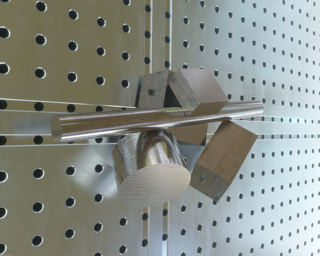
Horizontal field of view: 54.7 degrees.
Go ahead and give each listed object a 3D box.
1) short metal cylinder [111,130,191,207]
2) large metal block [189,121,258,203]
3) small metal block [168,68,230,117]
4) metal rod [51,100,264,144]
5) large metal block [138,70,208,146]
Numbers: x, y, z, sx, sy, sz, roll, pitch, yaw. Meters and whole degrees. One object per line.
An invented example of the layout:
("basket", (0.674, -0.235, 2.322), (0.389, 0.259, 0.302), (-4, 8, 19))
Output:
("short metal cylinder", (-0.011, 0.046, 0.352), (0.080, 0.080, 0.050), (25, 32, -38))
("large metal block", (0.085, 0.046, 0.432), (0.080, 0.050, 0.080), (-52, 165, -27))
("small metal block", (0.045, -0.042, 0.362), (0.050, 0.025, 0.050), (-8, 60, -40))
("metal rod", (0.027, -0.014, 0.362), (0.302, 0.025, 0.025), (-7, 95, -39))
("large metal block", (0.019, -0.022, 0.404), (0.081, 0.050, 0.080), (14, 81, -39))
